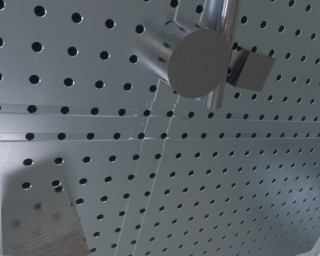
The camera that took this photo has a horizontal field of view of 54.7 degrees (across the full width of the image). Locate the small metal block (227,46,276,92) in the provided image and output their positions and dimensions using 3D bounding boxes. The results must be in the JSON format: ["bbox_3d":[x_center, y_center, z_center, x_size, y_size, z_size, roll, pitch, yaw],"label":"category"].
[{"bbox_3d":[0.125,-0.081,0.430,0.050,0.025,0.050,5,116,-31],"label":"small metal block"}]

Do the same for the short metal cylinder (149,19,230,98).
[{"bbox_3d":[0.034,-0.081,0.364,0.081,0.050,0.079,-14,124,-21],"label":"short metal cylinder"}]

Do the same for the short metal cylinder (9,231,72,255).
[{"bbox_3d":[-0.162,0.190,0.425,0.081,0.050,0.079,-14,124,-21],"label":"short metal cylinder"}]

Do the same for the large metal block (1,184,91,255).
[{"bbox_3d":[-0.140,0.126,0.377,0.081,0.080,0.050,-22,127,-16],"label":"large metal block"}]

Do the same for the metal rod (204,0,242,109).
[{"bbox_3d":[0.085,-0.161,0.357,0.025,0.025,0.298,-9,123,-24],"label":"metal rod"}]
